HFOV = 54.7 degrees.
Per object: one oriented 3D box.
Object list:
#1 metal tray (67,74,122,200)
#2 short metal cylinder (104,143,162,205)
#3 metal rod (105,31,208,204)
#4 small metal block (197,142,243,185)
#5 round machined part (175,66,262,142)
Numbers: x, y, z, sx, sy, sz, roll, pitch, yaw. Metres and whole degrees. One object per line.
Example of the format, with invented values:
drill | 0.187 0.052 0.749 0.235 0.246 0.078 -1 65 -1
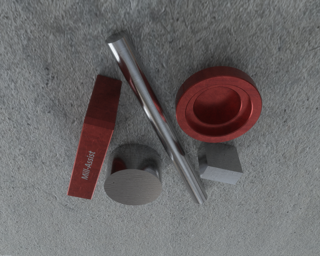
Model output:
metal tray | -0.080 0.013 0.376 0.030 0.090 0.129 14 129 -12
short metal cylinder | -0.037 0.068 0.449 0.081 0.050 0.079 0 130 0
metal rod | 0.010 0.009 0.417 0.025 0.025 0.299 -18 128 14
small metal block | 0.082 0.047 0.430 0.050 0.050 0.025 13 129 -11
round machined part | 0.067 -0.032 0.371 0.099 0.042 0.097 -1 130 0
